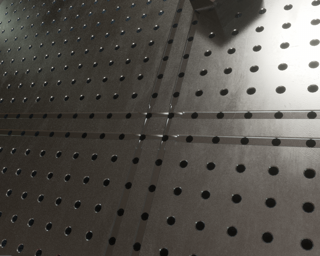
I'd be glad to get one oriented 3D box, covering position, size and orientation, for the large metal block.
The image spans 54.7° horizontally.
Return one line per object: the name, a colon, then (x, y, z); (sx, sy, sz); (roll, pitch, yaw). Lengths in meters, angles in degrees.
large metal block: (0.095, -0.212, 0.471); (0.080, 0.050, 0.080); (-39, 51, 1)
